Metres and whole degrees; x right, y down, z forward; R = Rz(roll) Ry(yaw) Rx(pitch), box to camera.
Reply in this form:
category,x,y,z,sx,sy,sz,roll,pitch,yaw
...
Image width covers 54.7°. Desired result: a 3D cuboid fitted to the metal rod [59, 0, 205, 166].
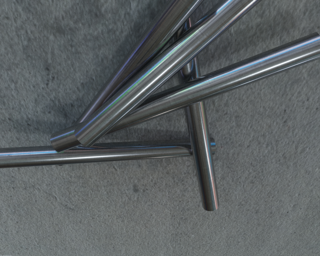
category,x,y,z,sx,sy,sz,roll,pitch,yaw
metal rod,-0.056,-0.039,0.353,0.025,0.025,0.299,29,130,-23

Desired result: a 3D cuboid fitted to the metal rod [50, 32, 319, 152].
category,x,y,z,sx,sy,sz,roll,pitch,yaw
metal rod,0.013,-0.030,0.331,0.301,0.025,0.025,-19,128,16

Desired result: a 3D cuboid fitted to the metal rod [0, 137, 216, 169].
category,x,y,z,sx,sy,sz,roll,pitch,yaw
metal rod,-0.075,0.032,0.400,0.302,0.025,0.025,-2,131,-12

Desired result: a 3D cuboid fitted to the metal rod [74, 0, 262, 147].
category,x,y,z,sx,sy,sz,roll,pitch,yaw
metal rod,0.030,-0.081,0.298,0.300,0.025,0.025,-39,121,13

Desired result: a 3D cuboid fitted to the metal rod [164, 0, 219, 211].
category,x,y,z,sx,sy,sz,roll,pitch,yaw
metal rod,0.044,-0.011,0.372,0.025,0.025,0.298,-9,122,7
